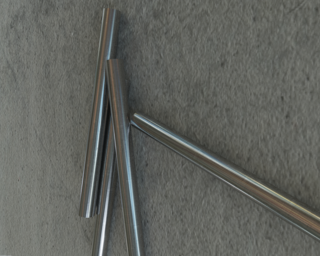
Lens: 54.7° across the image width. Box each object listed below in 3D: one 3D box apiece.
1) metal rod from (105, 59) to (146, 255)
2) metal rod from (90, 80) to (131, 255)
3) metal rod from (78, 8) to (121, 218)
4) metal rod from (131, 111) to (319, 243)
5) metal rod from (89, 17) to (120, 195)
[{"bbox_3d":[-0.046,0.057,0.424,0.025,0.025,0.298,-6,91,39],"label":"metal rod"},{"bbox_3d":[-0.077,0.076,0.465,0.025,0.025,0.298,14,99,39],"label":"metal rod"},{"bbox_3d":[-0.089,-0.018,0.449,0.025,0.025,0.298,13,97,39],"label":"metal rod"},{"bbox_3d":[0.075,0.049,0.341,0.300,0.025,0.025,30,109,35],"label":"metal rod"},{"bbox_3d":[-0.088,-0.026,0.474,0.025,0.025,0.298,11,97,39],"label":"metal rod"}]
